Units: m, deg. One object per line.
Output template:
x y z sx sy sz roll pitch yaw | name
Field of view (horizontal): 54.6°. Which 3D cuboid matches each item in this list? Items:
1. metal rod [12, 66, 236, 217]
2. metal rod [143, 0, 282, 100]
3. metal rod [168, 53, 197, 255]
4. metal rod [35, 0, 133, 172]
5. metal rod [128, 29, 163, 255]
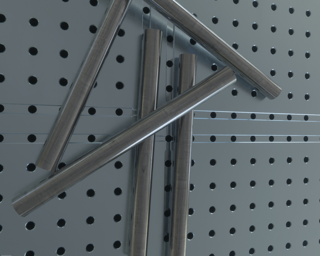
-0.036 0.011 0.376 0.301 0.025 0.025 -32 101 -8 | metal rod
0.058 -0.125 0.417 0.301 0.025 0.025 31 80 -23 | metal rod
0.030 0.050 0.423 0.025 0.025 0.298 4 89 -20 | metal rod
-0.078 -0.090 0.383 0.025 0.025 0.299 25 82 -18 | metal rod
-0.019 0.022 0.405 0.025 0.025 0.298 4 89 -20 | metal rod
